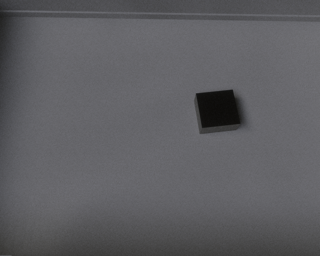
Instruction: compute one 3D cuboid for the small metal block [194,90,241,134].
[{"bbox_3d":[0.076,-0.022,0.419,0.050,0.025,0.050,-6,70,-3],"label":"small metal block"}]
